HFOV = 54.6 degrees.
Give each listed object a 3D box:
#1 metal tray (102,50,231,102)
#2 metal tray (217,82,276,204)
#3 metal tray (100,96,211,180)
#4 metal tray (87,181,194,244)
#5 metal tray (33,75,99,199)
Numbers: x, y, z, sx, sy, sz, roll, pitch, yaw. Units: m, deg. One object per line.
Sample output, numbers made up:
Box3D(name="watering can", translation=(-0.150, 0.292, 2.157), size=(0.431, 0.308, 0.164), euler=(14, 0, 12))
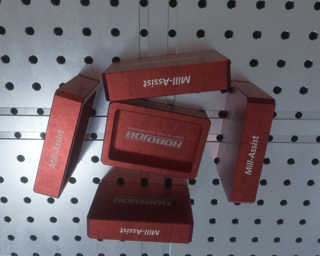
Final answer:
Box3D(name="metal tray", translation=(0.007, -0.062, 0.355), size=(0.131, 0.090, 0.030), euler=(-6, 110, 2))
Box3D(name="metal tray", translation=(0.101, 0.015, 0.385), size=(0.030, 0.090, 0.129), euler=(4, 110, -2))
Box3D(name="metal tray", translation=(-0.007, 0.014, 0.415), size=(0.131, 0.030, 0.089), euler=(10, 110, -4))
Box3D(name="metal tray", translation=(-0.024, 0.111, 0.419), size=(0.131, 0.090, 0.030), euler=(4, 110, -1))
Box3D(name="metal tray", translation=(-0.113, 0.008, 0.381), size=(0.030, 0.090, 0.129), euler=(17, 109, -6))
